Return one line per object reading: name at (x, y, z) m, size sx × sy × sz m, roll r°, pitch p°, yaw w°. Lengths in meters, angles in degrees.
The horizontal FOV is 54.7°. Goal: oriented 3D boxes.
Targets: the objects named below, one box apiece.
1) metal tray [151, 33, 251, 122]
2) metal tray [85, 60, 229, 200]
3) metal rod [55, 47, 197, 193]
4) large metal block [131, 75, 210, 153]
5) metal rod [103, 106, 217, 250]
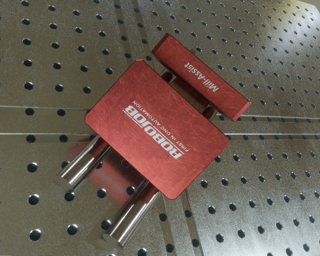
metal tray at (0.051, -0.064, 0.406) m, size 0.130 × 0.030 × 0.090 m, roll 40°, pitch 7°, yaw -2°
metal tray at (-0.004, 0.002, 0.337) m, size 0.130 × 0.030 × 0.090 m, roll 43°, pitch 94°, yaw 0°
metal rod at (-0.025, -0.032, 0.416) m, size 0.025 × 0.025 × 0.301 m, roll 40°, pitch 51°, yaw -1°
large metal block at (0.018, -0.021, 0.396) m, size 0.050 × 0.080 × 0.080 m, roll 41°, pitch 51°, yaw -1°
metal rod at (0.028, 0.027, 0.409) m, size 0.025 × 0.025 × 0.301 m, roll 41°, pitch 51°, yaw -1°
